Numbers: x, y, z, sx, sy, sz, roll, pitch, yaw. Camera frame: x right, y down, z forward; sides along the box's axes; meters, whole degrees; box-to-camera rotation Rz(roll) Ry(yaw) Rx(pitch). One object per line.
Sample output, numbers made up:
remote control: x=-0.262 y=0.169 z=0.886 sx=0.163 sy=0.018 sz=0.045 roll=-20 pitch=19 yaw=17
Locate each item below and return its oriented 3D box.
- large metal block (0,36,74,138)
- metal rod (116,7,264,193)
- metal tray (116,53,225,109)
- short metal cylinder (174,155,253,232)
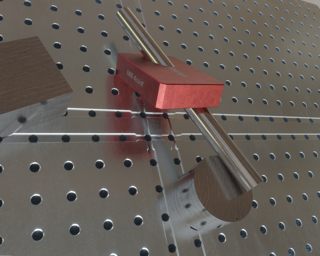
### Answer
large metal block: x=-0.155 y=-0.046 z=0.336 sx=0.081 sy=0.050 sz=0.080 roll=-26 pitch=76 yaw=-37
metal rod: x=0.028 y=-0.049 z=0.402 sx=0.025 sy=0.025 sz=0.299 roll=-21 pitch=67 yaw=-36
metal tray: x=0.008 y=-0.065 z=0.403 sx=0.091 sy=0.030 sz=0.130 roll=-4 pitch=28 yaw=-30
short metal cylinder: x=0.064 y=0.080 z=0.378 sx=0.081 sy=0.050 sz=0.080 roll=13 pitch=56 yaw=-21
